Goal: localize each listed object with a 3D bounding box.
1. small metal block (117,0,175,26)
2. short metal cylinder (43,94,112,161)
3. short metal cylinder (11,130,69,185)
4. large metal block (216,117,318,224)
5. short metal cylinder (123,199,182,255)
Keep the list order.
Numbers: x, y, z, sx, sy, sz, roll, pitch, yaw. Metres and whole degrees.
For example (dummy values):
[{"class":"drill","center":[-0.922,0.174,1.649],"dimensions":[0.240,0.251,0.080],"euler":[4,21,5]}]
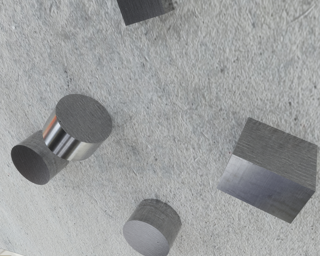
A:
[{"class":"small metal block","center":[-0.019,-0.142,0.329],"dimensions":[0.050,0.025,0.050],"euler":[-6,116,30]},{"class":"short metal cylinder","center":[-0.114,-0.001,0.431],"dimensions":[0.080,0.080,0.050],"euler":[44,129,-3]},{"class":"short metal cylinder","center":[-0.203,0.050,0.529],"dimensions":[0.080,0.050,0.079],"euler":[13,124,21]},{"class":"large metal block","center":[0.117,0.042,0.335],"dimensions":[0.080,0.080,0.050],"euler":[24,127,13]},{"class":"short metal cylinder","center":[-0.012,0.161,0.497],"dimensions":[0.080,0.050,0.079],"euler":[13,124,21]}]
